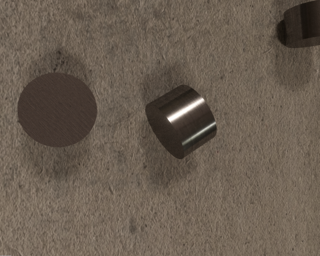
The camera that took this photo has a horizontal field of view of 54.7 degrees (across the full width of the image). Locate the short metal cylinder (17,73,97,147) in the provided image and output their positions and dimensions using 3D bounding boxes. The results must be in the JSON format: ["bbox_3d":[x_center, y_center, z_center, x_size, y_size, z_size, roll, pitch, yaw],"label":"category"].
[{"bbox_3d":[-0.116,-0.019,0.353,0.081,0.050,0.079,0,90,-21],"label":"short metal cylinder"}]

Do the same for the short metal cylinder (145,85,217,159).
[{"bbox_3d":[0.025,-0.008,0.390,0.050,0.080,0.080,-32,101,-17],"label":"short metal cylinder"}]

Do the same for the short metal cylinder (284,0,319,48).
[{"bbox_3d":[0.231,-0.155,0.467,0.081,0.080,0.050,-6,93,-20],"label":"short metal cylinder"}]
